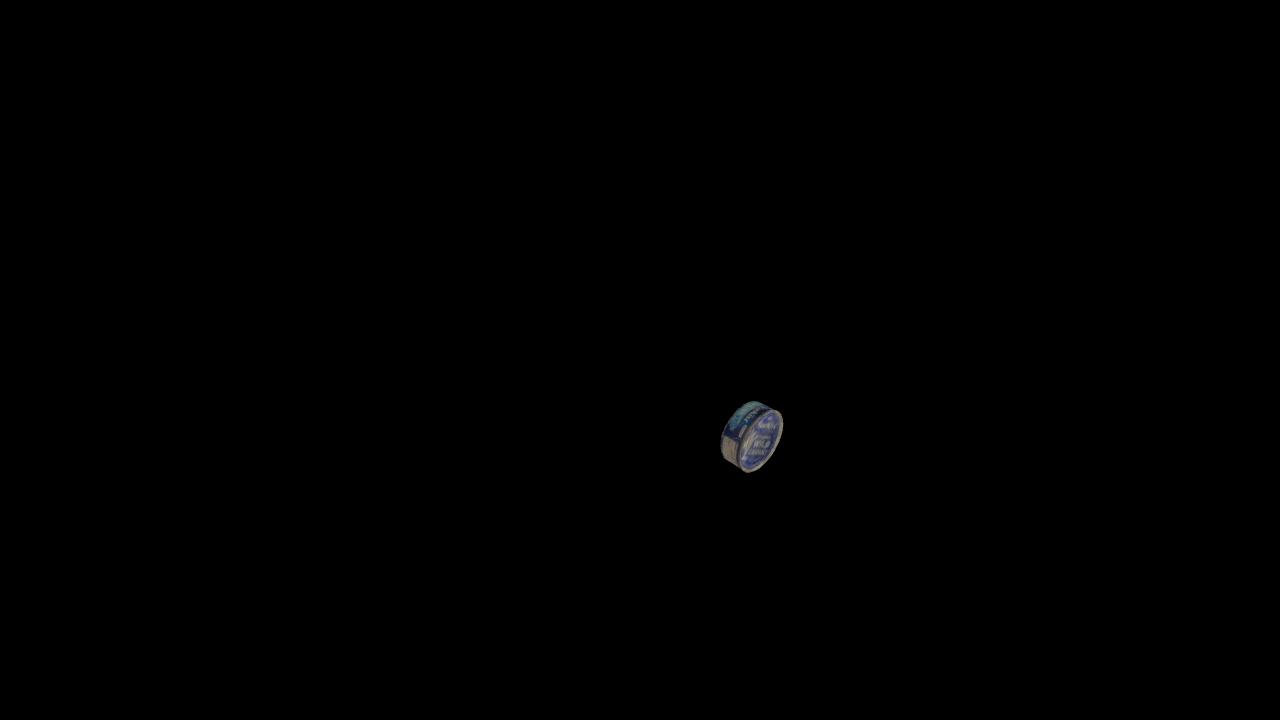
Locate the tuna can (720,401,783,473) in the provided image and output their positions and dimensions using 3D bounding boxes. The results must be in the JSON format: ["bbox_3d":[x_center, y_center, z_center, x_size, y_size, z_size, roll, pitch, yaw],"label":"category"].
[{"bbox_3d":[0.137,0.093,0.752,0.084,0.084,0.034,0,22,-47],"label":"tuna can"}]
